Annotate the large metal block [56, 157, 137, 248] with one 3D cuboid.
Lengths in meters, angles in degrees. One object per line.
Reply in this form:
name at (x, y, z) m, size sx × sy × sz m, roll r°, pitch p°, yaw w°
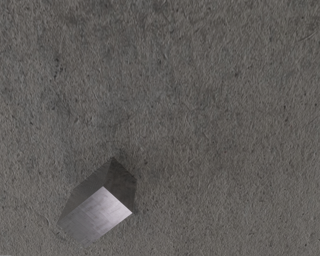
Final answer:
large metal block at (-0.080, 0.096, 0.415) m, size 0.080 × 0.080 × 0.050 m, roll -39°, pitch 106°, yaw 13°
